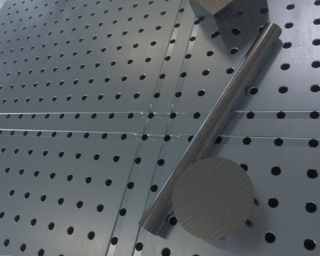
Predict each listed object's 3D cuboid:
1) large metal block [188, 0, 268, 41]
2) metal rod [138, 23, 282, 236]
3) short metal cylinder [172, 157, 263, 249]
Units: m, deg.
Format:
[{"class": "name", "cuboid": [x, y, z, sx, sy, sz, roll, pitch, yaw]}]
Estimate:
[{"class": "large metal block", "cuboid": [0.097, -0.190, 0.457, 0.080, 0.050, 0.080, -36, 51, 4]}, {"class": "metal rod", "cuboid": [0.068, -0.008, 0.377, 0.025, 0.025, 0.300, 25, 75, 36]}, {"class": "short metal cylinder", "cuboid": [0.059, 0.076, 0.315, 0.080, 0.050, 0.080, -13, 56, 21]}]
